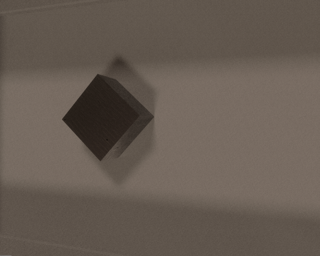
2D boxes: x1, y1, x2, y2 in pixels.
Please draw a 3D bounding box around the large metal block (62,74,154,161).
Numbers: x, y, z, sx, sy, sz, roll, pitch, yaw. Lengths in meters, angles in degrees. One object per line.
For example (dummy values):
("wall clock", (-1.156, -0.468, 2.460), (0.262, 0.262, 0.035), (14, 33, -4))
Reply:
("large metal block", (-0.070, -0.014, 0.421), (0.080, 0.050, 0.080), (45, 104, 14))
